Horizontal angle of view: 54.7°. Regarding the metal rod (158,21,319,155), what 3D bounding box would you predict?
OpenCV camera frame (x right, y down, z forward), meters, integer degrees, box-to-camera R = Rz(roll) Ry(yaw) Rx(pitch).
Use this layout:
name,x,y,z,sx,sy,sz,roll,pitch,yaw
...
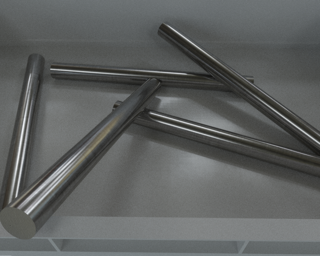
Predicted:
name,x,y,z,sx,sy,sz,roll,pitch,yaw
metal rod,0.110,-0.059,0.428,0.025,0.025,0.300,-38,68,-27

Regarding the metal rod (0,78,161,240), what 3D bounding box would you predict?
name,x,y,z,sx,sy,sz,roll,pitch,yaw
metal rod,-0.049,-0.001,0.322,0.025,0.025,0.301,13,26,10

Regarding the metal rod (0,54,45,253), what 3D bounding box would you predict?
name,x,y,z,sx,sy,sz,roll,pitch,yaw
metal rod,-0.175,0.005,0.399,0.025,0.025,0.300,-6,50,-5

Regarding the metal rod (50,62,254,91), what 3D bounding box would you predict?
name,x,y,z,sx,sy,sz,roll,pitch,yaw
metal rod,-0.014,-0.077,0.469,0.302,0.025,0.025,5,50,4

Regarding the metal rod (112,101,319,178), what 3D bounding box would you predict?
name,x,y,z,sx,sy,sz,roll,pitch,yaw
metal rod,0.081,0.015,0.392,0.301,0.025,0.025,16,52,13
